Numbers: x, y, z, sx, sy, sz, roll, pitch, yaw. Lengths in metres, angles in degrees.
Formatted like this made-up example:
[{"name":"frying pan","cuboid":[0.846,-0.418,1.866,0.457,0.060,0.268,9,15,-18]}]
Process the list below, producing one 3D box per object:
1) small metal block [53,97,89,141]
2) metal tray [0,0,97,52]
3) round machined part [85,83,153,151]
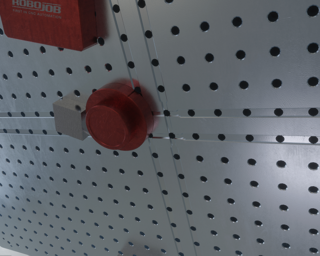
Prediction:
[{"name":"small metal block","cuboid":[-0.132,-0.014,0.472,0.050,0.025,0.050,18,126,17]},{"name":"metal tray","cuboid":[-0.145,-0.153,0.390,0.130,0.030,0.089,15,125,20]},{"name":"round machined part","cuboid":[-0.062,-0.009,0.428,0.098,0.042,0.097,13,124,21]}]
